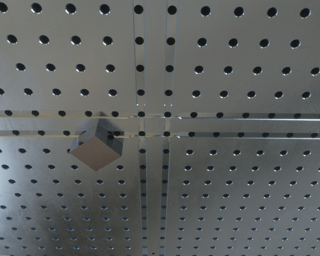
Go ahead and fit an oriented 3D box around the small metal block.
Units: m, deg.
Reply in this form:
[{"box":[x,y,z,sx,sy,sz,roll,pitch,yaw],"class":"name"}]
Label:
[{"box":[-0.089,0.028,0.435,0.050,0.025,0.050,-32,124,23],"class":"small metal block"}]
